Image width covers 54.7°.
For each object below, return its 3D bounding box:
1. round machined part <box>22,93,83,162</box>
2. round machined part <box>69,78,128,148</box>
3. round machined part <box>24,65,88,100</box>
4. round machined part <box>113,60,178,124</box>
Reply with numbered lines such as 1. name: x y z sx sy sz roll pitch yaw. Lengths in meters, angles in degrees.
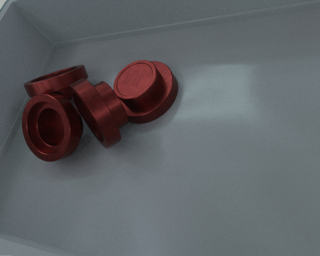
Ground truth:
1. round machined part: -0.153 -0.002 0.457 0.098 0.042 0.097 5 100 29
2. round machined part: -0.079 -0.024 0.420 0.042 0.098 0.098 -33 49 -18
3. round machined part: -0.163 -0.067 0.502 0.098 0.042 0.098 -15 20 6
4. round machined part: -0.027 -0.058 0.445 0.098 0.042 0.098 -13 56 21
